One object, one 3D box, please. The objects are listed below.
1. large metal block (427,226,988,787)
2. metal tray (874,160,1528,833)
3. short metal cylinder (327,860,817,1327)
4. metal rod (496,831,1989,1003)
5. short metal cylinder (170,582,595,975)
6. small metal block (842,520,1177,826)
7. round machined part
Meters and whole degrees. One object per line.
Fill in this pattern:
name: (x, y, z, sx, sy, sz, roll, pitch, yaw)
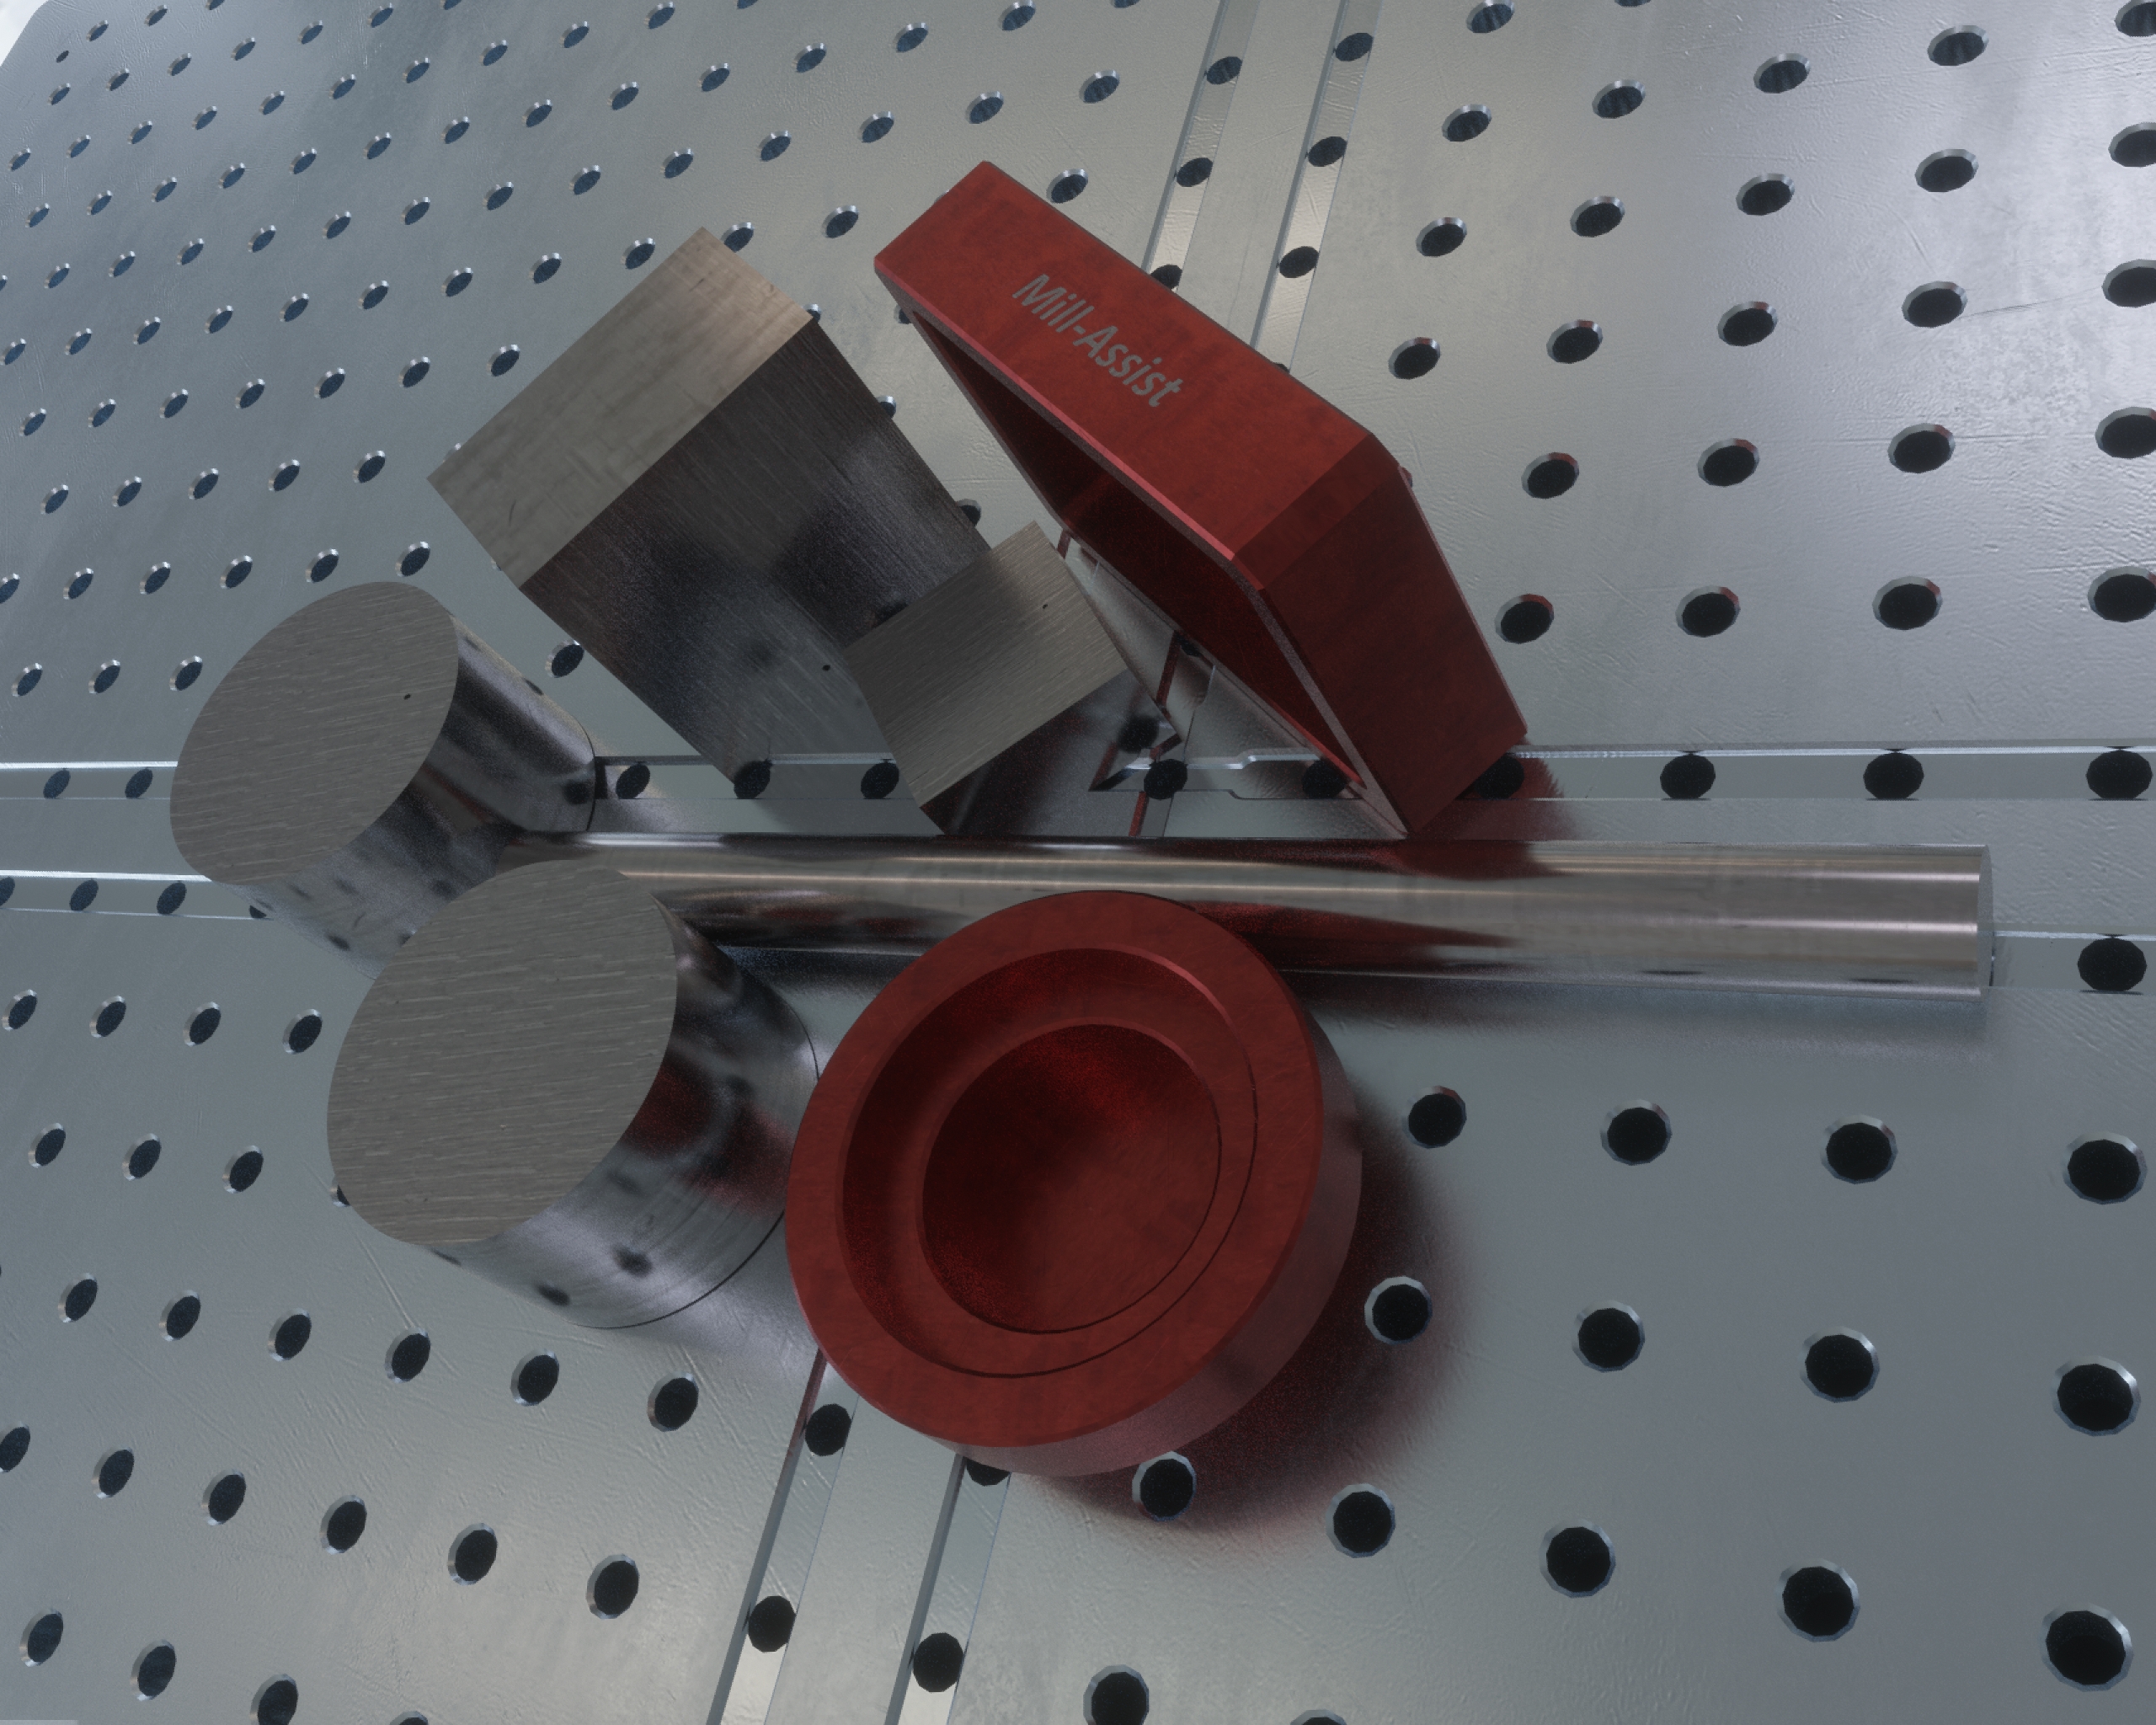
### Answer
large metal block: (-0.079, -0.077, 0.462, 0.080, 0.080, 0.050, -44, 52, -2)
metal tray: (0.022, -0.070, 0.398, 0.030, 0.090, 0.130, -43, 51, -1)
short metal cylinder: (-0.100, 0.046, 0.416, 0.080, 0.050, 0.080, -13, 56, 21)
metal rod: (0.010, 0.007, 0.398, 0.300, 0.025, 0.025, 1, 62, 28)
short metal cylinder: (-0.162, -0.018, 0.488, 0.080, 0.050, 0.080, -13, 56, 21)
small metal block: (-0.015, -0.036, 0.439, 0.050, 0.025, 0.050, -34, 51, 6)
round machined part: (0.003, 0.057, 0.361, 0.098, 0.042, 0.098, -13, 56, 21)
